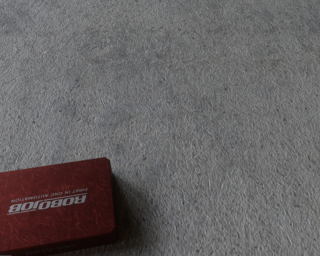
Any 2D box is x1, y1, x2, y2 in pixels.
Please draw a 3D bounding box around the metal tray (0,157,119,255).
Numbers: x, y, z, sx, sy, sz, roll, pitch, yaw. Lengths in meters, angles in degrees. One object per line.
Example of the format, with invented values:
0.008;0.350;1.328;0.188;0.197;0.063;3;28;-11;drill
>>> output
-0.114;0.084;0.328;0.131;0.030;0.090;-8;50;-7;metal tray
